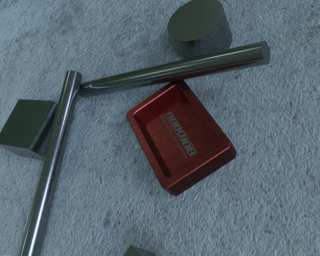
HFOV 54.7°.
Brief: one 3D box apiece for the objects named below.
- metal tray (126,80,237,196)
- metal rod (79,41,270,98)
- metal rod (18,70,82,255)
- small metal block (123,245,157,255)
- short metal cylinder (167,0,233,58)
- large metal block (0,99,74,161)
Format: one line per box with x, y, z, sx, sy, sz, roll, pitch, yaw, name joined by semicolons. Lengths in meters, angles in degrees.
0.021;0.006;0.384;0.090;0.030;0.130;-34;52;5;metal tray
-0.007;-0.071;0.416;0.300;0.025;0.025;-4;59;37;metal rod
-0.151;0.053;0.431;0.025;0.025;0.299;-5;64;25;metal rod
-0.008;0.145;0.302;0.050;0.050;0.025;30;78;37;small metal block
0.058;-0.137;0.441;0.080;0.050;0.080;-13;56;20;short metal cylinder
-0.195;0.003;0.486;0.080;0.050;0.080;5;64;30;large metal block
